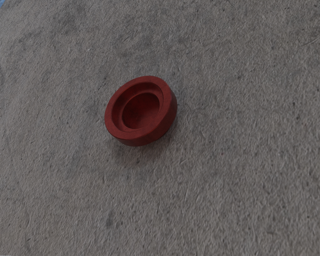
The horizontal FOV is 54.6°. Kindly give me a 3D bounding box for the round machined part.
[{"bbox_3d":[-0.022,-0.019,0.417,0.098,0.042,0.098,-13,56,21],"label":"round machined part"}]
